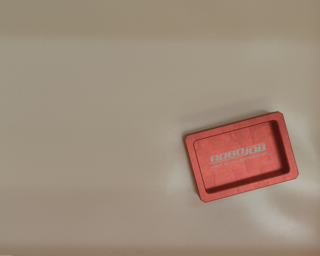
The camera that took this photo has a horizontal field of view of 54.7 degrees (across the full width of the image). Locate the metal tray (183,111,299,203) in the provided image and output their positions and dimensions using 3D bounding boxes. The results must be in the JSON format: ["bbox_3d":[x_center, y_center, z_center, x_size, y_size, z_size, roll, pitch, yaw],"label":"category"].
[{"bbox_3d":[0.105,0.037,0.410,0.131,0.030,0.089,-15,90,-1],"label":"metal tray"}]
